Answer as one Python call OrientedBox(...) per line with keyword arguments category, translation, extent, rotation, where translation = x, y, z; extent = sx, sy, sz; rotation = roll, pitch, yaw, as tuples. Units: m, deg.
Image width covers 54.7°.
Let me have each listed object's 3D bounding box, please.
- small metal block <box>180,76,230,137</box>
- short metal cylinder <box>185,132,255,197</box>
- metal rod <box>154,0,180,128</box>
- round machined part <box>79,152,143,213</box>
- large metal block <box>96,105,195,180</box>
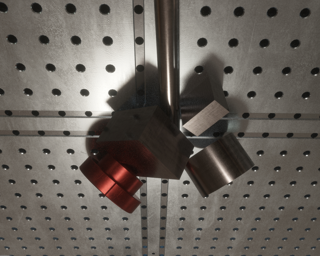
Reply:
OrientedBox(category="small metal block", translation=(0.052, -0.026, 0.374), extent=(0.025, 0.050, 0.050), rotation=(34, 122, -26))
OrientedBox(category="short metal cylinder", translation=(0.076, 0.048, 0.410), extent=(0.080, 0.080, 0.050), rotation=(-38, 78, 27))
OrientedBox(category="metal rod", translation=(0.008, -0.106, 0.321), extent=(0.025, 0.025, 0.298), rotation=(-2, 130, 1))
OrientedBox(category="round machined part", translation=(-0.062, 0.072, 0.437), extent=(0.042, 0.098, 0.098), rotation=(-48, 123, -9))
OrientedBox(category="large metal block", translation=(-0.018, 0.020, 0.390), extent=(0.080, 0.050, 0.080), rotation=(-5, 138, 45))
